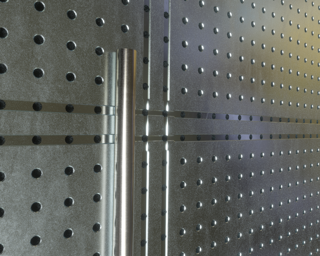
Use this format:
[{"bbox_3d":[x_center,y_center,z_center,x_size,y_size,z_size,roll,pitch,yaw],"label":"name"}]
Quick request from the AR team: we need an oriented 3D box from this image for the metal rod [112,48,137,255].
[{"bbox_3d":[-0.043,0.056,0.374,0.025,0.025,0.298,1,89,-40],"label":"metal rod"}]
